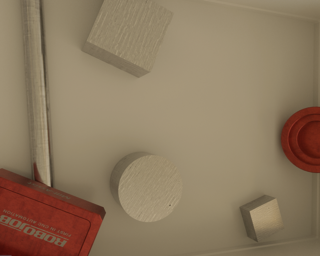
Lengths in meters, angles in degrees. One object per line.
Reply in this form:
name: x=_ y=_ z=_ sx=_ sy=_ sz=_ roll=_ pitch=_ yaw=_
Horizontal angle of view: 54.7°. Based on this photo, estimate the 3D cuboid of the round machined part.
round machined part: x=0.241 y=0.017 z=0.470 sx=0.042 sy=0.098 sz=0.097 roll=1 pitch=90 yaw=-49

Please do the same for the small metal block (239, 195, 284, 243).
small metal block: x=0.155 y=0.136 z=0.470 sx=0.050 sy=0.025 sz=0.050 roll=-19 pitch=97 yaw=-19

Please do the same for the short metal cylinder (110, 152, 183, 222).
short metal cylinder: x=-0.019 y=0.072 z=0.391 sx=0.081 sy=0.050 sz=0.079 roll=0 pitch=90 yaw=-20

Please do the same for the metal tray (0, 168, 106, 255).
metal tray: x=-0.136 y=0.109 z=0.333 sx=0.131 sy=0.030 sz=0.090 roll=22 pitch=90 yaw=-3

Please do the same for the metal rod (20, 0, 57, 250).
metal rod: x=-0.139 y=-0.010 z=0.359 sx=0.025 sy=0.025 sz=0.298 roll=-4 pitch=91 yaw=-20

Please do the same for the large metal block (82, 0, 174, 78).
large metal block: x=-0.040 y=-0.118 z=0.383 sx=0.080 sy=0.050 sz=0.080 roll=23 pitch=82 yaw=-19
